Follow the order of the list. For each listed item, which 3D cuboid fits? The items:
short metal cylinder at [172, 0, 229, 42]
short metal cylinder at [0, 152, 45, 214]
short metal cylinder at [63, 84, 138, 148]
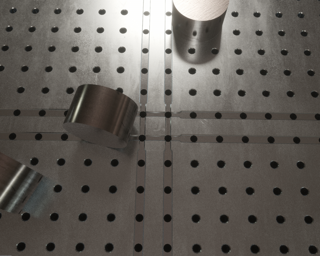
[{"bbox_3d":[0.058,-0.177,0.464,0.081,0.050,0.080,0,70,0],"label":"short metal cylinder"},{"bbox_3d":[-0.185,0.058,0.359,0.080,0.080,0.050,26,72,9],"label":"short metal cylinder"},{"bbox_3d":[-0.073,-0.013,0.386,0.080,0.080,0.050,14,71,4],"label":"short metal cylinder"}]
